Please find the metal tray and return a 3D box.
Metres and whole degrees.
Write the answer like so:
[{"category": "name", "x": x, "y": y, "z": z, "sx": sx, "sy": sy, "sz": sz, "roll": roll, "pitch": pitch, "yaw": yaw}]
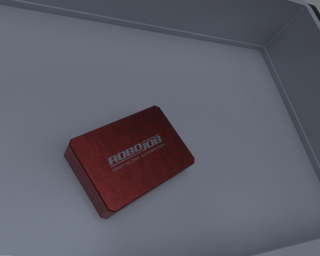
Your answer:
[{"category": "metal tray", "x": -0.032, "y": 0.034, "z": 0.366, "sx": 0.131, "sy": 0.030, "sz": 0.090, "roll": -25, "pitch": 76, "yaw": -37}]
